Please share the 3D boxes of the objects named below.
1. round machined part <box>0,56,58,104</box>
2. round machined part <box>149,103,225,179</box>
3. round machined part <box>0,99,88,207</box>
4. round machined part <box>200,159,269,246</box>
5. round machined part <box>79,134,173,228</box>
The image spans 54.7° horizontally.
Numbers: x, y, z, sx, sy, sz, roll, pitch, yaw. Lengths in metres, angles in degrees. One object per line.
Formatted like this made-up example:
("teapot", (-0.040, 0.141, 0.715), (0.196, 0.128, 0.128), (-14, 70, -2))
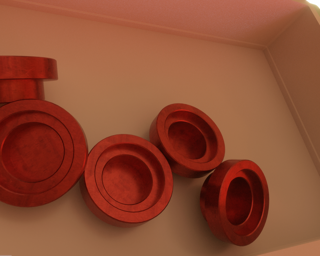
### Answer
("round machined part", (-0.155, -0.047, 0.315), (0.099, 0.098, 0.042), (-7, 99, -31))
("round machined part", (0.031, 0.020, 0.395), (0.099, 0.042, 0.098), (17, 51, -21))
("round machined part", (-0.119, 0.023, 0.298), (0.099, 0.042, 0.097), (1, 85, -8))
("round machined part", (0.086, 0.086, 0.372), (0.099, 0.042, 0.097), (4, 84, -40))
("round machined part", (-0.038, 0.059, 0.338), (0.099, 0.042, 0.098), (13, 56, -21))
